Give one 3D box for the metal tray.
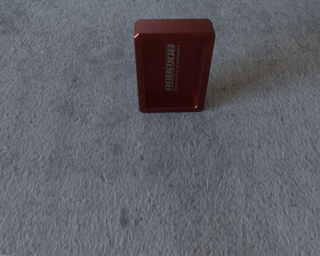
[{"bbox_3d":[0.016,-0.074,0.397,0.091,0.129,0.030,-1,50,-2],"label":"metal tray"}]
